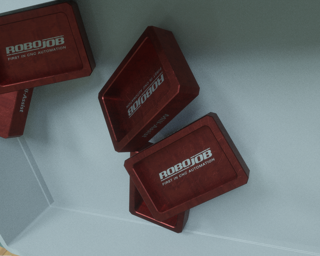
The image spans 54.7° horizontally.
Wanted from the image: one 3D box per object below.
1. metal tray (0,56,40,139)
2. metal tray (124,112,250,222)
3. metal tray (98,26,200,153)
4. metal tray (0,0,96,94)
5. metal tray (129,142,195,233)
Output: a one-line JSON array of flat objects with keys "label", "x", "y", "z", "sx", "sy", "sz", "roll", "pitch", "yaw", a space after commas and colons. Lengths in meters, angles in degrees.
[{"label": "metal tray", "x": -0.235, "y": -0.059, "z": 0.455, "sx": 0.090, "sy": 0.030, "sz": 0.129, "roll": 18, "pitch": 98, "yaw": 15}, {"label": "metal tray", "x": 0.031, "y": 0.050, "z": 0.383, "sx": 0.130, "sy": 0.030, "sz": 0.090, "roll": -30, "pitch": 89, "yaw": 20}, {"label": "metal tray", "x": -0.021, "y": -0.040, "z": 0.361, "sx": 0.129, "sy": 0.030, "sz": 0.090, "roll": -43, "pitch": 58, "yaw": 39}, {"label": "metal tray", "x": -0.158, "y": -0.100, "z": 0.390, "sx": 0.131, "sy": 0.030, "sz": 0.089, "roll": -11, "pitch": 116, "yaw": 3}, {"label": "metal tray", "x": 0.001, "y": 0.089, "z": 0.459, "sx": 0.090, "sy": 0.030, "sz": 0.129, "roll": 17, "pitch": 125, "yaw": 18}]
